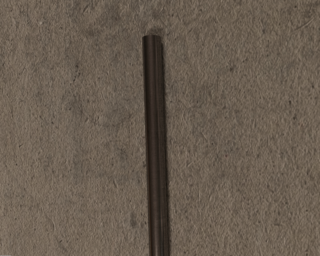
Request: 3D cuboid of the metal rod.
[{"bbox_3d":[-0.006,0.029,0.410,0.025,0.025,0.298,-2,89,19],"label":"metal rod"}]
